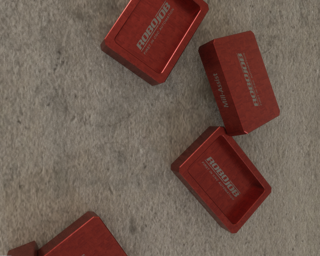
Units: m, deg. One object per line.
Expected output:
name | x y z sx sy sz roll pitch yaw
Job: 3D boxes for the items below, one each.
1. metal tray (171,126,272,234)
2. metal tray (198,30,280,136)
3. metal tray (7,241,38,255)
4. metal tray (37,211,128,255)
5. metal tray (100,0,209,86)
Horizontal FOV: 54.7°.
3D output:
metal tray | 0.089 0.072 0.440 0.090 0.030 0.130 -44 104 -15
metal tray | 0.113 -0.064 0.433 0.091 0.030 0.129 -24 96 -36
metal tray | -0.129 0.198 0.327 0.030 0.090 0.129 -18 96 -19
metal tray | -0.080 0.179 0.371 0.090 0.030 0.130 -37 104 -22
metal tray | -0.005 -0.132 0.405 0.090 0.030 0.130 34 79 -17
